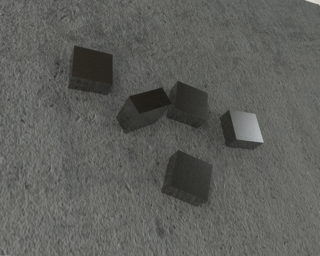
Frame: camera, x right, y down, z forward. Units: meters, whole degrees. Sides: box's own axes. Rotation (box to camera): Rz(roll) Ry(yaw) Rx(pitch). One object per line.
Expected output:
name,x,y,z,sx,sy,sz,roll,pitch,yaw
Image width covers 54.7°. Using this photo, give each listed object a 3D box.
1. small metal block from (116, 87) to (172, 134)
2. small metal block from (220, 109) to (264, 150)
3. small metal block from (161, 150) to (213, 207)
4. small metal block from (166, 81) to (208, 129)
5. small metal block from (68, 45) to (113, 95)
small metal block,-0.021,-0.022,0.390,0.050,0.050,0.025,-20,73,-36
small metal block,0.123,0.003,0.468,0.050,0.025,0.050,7,59,-25
small metal block,0.034,0.063,0.384,0.050,0.025,0.050,25,53,-13
small metal block,0.040,-0.033,0.445,0.050,0.025,0.050,20,54,-17
small metal block,-0.089,-0.074,0.401,0.050,0.025,0.050,9,58,-24
